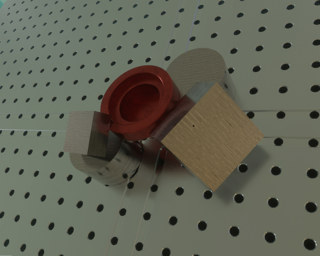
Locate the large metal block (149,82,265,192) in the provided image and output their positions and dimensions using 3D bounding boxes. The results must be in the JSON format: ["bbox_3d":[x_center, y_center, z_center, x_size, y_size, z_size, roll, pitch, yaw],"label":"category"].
[{"bbox_3d":[0.049,0.007,0.334,0.080,0.080,0.050,-47,17,-5],"label":"large metal block"}]

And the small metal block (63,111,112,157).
[{"bbox_3d":[-0.087,0.007,0.370,0.050,0.025,0.050,2,81,42],"label":"small metal block"}]

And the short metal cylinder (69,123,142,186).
[{"bbox_3d":[-0.071,0.030,0.411,0.080,0.050,0.080,-13,56,21],"label":"short metal cylinder"}]

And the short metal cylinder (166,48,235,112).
[{"bbox_3d":[0.051,-0.056,0.399,0.080,0.050,0.080,-13,56,21],"label":"short metal cylinder"}]

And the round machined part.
[{"bbox_3d":[-0.022,-0.027,0.387,0.098,0.042,0.098,-13,56,21],"label":"round machined part"}]
